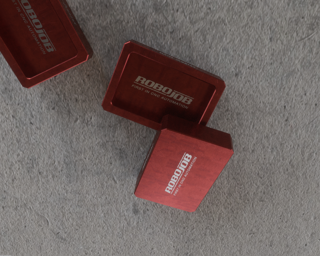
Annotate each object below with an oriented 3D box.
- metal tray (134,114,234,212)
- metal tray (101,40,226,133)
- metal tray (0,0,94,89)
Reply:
[{"bbox_3d":[0.027,0.051,0.405,0.091,0.030,0.129,18,127,-7],"label":"metal tray"},{"bbox_3d":[0.004,-0.044,0.390,0.131,0.030,0.089,21,109,-8],"label":"metal tray"},{"bbox_3d":[-0.149,-0.123,0.360,0.090,0.030,0.130,-24,109,8],"label":"metal tray"}]
